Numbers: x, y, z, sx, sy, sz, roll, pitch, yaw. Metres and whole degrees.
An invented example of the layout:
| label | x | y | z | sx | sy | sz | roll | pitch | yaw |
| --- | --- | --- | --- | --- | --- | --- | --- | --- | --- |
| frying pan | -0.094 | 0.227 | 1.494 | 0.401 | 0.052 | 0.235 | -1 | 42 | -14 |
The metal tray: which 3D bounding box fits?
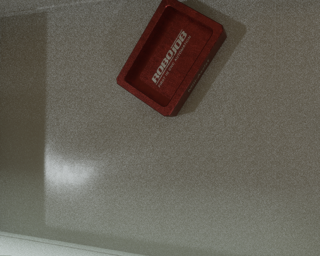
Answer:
| label | x | y | z | sx | sy | sz | roll | pitch | yaw |
| --- | --- | --- | --- | --- | --- | --- | --- | --- | --- |
| metal tray | 0.013 | -0.090 | 0.403 | 0.090 | 0.030 | 0.129 | 35 | 101 | 16 |
